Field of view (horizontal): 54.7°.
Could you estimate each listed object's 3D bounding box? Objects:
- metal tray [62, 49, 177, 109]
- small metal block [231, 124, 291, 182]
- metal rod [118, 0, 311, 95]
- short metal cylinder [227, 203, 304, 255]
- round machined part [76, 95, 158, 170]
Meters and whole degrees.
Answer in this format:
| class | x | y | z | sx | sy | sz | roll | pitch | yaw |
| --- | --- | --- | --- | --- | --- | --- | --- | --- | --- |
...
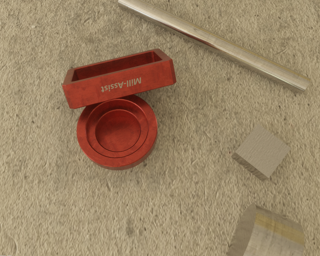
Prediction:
| class | x | y | z | sx | sy | sz | roll | pitch | yaw |
| --- | --- | --- | --- | --- | --- | --- | --- | --- | --- |
| metal tray | -0.053 | -0.067 | 0.400 | 0.131 | 0.090 | 0.030 | -15 | 115 | -6 |
| small metal block | 0.129 | 0.032 | 0.398 | 0.050 | 0.025 | 0.050 | 39 | 74 | 13 |
| metal rod | 0.072 | -0.128 | 0.455 | 0.301 | 0.025 | 0.025 | 28 | 73 | 10 |
| short metal cylinder | 0.110 | 0.129 | 0.333 | 0.050 | 0.080 | 0.080 | 23 | 72 | 8 |
| round machined part | -0.052 | 0.007 | 0.396 | 0.099 | 0.042 | 0.098 | 0 | 70 | 0 |
